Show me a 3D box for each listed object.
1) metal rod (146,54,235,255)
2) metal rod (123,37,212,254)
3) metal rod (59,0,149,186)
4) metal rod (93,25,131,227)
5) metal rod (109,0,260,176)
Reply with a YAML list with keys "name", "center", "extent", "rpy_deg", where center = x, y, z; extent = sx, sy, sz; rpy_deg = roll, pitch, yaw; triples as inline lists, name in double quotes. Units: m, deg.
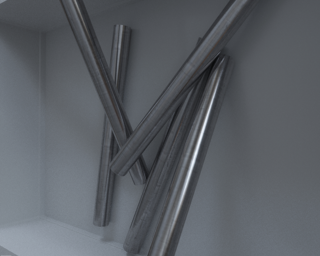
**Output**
- name: "metal rod"
  center: [0.022, 0.059, 0.306]
  extent: [0.025, 0.025, 0.299]
  rpy_deg: [6, 69, 39]
- name: "metal rod"
  center: [0.008, 0.034, 0.397]
  extent: [0.025, 0.025, 0.298]
  rpy_deg: [31, 109, 35]
- name: "metal rod"
  center: [-0.072, -0.062, 0.383]
  extent: [0.025, 0.025, 0.298]
  rpy_deg: [-5, 113, 39]
- name: "metal rod"
  center: [-0.073, 0.000, 0.464]
  extent: [0.025, 0.025, 0.298]
  rpy_deg: [12, 97, 39]
- name: "metal rod"
  center: [0.032, -0.059, 0.346]
  extent: [0.025, 0.025, 0.299]
  rpy_deg: [49, 112, 29]
